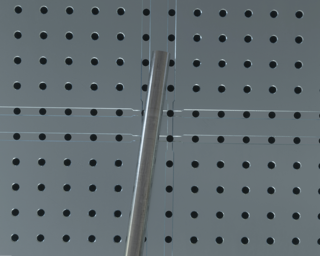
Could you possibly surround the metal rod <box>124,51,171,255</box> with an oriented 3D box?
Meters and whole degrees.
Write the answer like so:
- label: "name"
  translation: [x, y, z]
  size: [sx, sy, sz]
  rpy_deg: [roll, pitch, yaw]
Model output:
- label: "metal rod"
  translation: [-0.019, 0.048, 0.413]
  size: [0.025, 0.025, 0.298]
  rpy_deg: [8, 90, 0]
